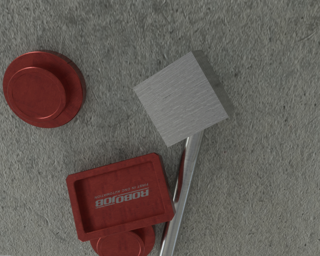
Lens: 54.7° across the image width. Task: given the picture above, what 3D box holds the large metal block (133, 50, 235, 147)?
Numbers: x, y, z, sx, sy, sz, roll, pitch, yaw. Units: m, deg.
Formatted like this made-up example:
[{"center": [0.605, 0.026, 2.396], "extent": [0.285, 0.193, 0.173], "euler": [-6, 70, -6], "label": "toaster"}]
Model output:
[{"center": [0.029, -0.035, 0.364], "extent": [0.080, 0.050, 0.080], "euler": [-29, 94, 25], "label": "large metal block"}]

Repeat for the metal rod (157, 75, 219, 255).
[{"center": [0.034, 0.070, 0.435], "extent": [0.025, 0.025, 0.298], "euler": [10, 110, -4], "label": "metal rod"}]

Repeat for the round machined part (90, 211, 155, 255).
[{"center": [-0.056, 0.165, 0.461], "extent": [0.099, 0.042, 0.097], "euler": [0, 110, 0], "label": "round machined part"}]

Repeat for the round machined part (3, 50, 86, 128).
[{"center": [-0.145, -0.045, 0.383], "extent": [0.099, 0.042, 0.097], "euler": [0, 110, 0], "label": "round machined part"}]

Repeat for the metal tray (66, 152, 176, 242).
[{"center": [-0.053, 0.092, 0.419], "extent": [0.131, 0.030, 0.090], "euler": [-15, 81, 5], "label": "metal tray"}]
